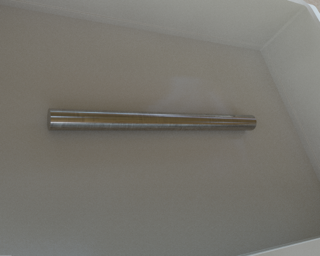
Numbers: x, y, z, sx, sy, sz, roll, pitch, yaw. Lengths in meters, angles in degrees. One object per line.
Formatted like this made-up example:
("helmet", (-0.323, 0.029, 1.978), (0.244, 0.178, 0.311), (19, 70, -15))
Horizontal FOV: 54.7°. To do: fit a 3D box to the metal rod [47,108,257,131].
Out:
("metal rod", (0.010, -0.009, 0.415), (0.303, 0.025, 0.025), (0, 62, -28))
